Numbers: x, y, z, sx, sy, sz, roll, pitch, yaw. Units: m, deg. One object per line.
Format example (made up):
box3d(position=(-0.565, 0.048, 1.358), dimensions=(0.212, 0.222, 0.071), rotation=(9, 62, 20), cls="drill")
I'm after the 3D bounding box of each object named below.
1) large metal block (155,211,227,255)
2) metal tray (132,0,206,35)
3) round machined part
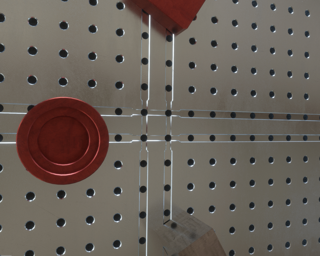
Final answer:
box3d(position=(0.045, 0.164, 0.400), dimensions=(0.050, 0.080, 0.080), rotation=(-30, 100, -17), cls="large metal block")
box3d(position=(0.027, -0.206, 0.419), dimensions=(0.090, 0.030, 0.130), rotation=(35, 79, -17), cls="metal tray")
box3d(position=(-0.113, 0.014, 0.362), dimensions=(0.099, 0.042, 0.097), rotation=(0, 90, -20), cls="round machined part")
